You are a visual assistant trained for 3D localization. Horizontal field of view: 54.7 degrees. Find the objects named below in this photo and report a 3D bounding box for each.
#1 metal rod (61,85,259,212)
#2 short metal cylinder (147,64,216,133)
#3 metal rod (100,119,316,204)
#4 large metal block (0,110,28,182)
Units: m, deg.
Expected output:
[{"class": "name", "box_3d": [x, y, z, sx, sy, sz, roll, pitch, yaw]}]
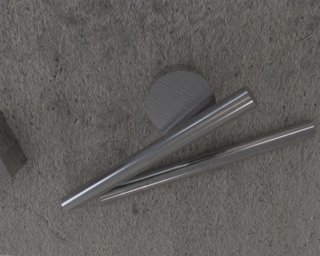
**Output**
[{"class": "metal rod", "box_3d": [-0.019, 0.038, 0.383, 0.299, 0.025, 0.025, -32, 108, 27]}, {"class": "short metal cylinder", "box_3d": [0.025, -0.035, 0.384, 0.081, 0.050, 0.079, 0, 110, 0]}, {"class": "metal rod", "box_3d": [0.059, 0.049, 0.428, 0.301, 0.025, 0.025, -19, 109, 6]}, {"class": "large metal block", "box_3d": [-0.238, 0.032, 0.406, 0.080, 0.050, 0.080, -18, 109, 6]}]
